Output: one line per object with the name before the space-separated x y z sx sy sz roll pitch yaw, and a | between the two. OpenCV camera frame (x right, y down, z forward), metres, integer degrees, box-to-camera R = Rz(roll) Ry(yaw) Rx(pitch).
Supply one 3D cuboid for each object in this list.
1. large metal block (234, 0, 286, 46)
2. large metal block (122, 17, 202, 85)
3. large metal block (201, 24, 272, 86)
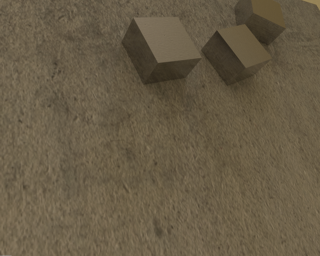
large metal block | 0.206 -0.230 0.642 0.081 0.050 0.080 17 55 -19
large metal block | 0.002 -0.117 0.462 0.081 0.050 0.080 -15 70 -34
large metal block | 0.133 -0.129 0.541 0.081 0.050 0.080 -24 75 -37
